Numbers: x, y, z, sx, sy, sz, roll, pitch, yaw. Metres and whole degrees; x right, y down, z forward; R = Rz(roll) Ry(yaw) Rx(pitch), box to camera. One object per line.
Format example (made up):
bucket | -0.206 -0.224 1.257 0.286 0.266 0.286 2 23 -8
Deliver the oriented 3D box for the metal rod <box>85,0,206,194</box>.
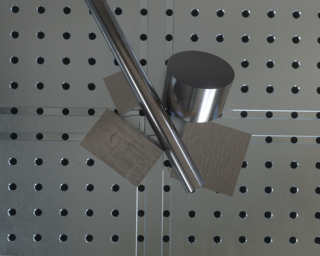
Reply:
metal rod | -0.027 -0.060 0.383 0.025 0.025 0.299 -28 79 0

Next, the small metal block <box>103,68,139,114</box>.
small metal block | -0.041 -0.051 0.413 0.050 0.025 0.050 -24 90 -1

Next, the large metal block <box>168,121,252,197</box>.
large metal block | 0.061 0.034 0.401 0.080 0.050 0.080 18 90 -1

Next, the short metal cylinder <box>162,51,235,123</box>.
short metal cylinder | 0.045 -0.052 0.380 0.081 0.080 0.050 9 134 -1

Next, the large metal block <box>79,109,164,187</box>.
large metal block | -0.043 0.022 0.385 0.080 0.080 0.050 37 90 -1
